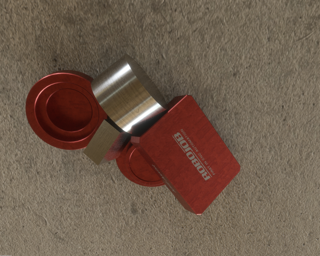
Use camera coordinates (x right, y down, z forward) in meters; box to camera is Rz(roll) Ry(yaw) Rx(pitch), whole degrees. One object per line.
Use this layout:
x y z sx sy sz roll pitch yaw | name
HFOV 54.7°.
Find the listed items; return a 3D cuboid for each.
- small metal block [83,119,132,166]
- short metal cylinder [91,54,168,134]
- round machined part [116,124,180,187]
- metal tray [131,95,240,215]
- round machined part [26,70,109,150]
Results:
-0.060 0.015 0.383 0.025 0.050 0.050 39 107 12 | small metal block
-0.035 -0.040 0.367 0.050 0.080 0.080 -36 107 12 | short metal cylinder
-0.011 0.037 0.415 0.099 0.042 0.097 0 110 -1 | round machined part
0.036 0.034 0.398 0.090 0.030 0.130 -43 108 -19 | metal tray
-0.112 -0.025 0.391 0.099 0.042 0.097 0 110 -1 | round machined part
